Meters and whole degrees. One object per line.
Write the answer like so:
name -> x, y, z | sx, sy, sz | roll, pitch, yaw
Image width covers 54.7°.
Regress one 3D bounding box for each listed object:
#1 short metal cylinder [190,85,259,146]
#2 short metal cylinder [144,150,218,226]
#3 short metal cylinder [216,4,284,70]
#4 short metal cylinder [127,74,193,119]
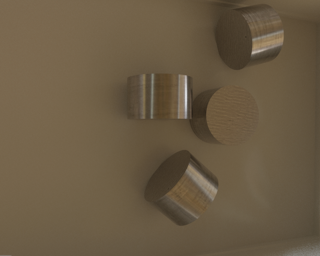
short metal cylinder -> 0.088, -0.017, 0.429 | 0.081, 0.050, 0.080 | 0, 90, -20
short metal cylinder -> 0.026, 0.074, 0.391 | 0.050, 0.080, 0.080 | 43, 77, -15
short metal cylinder -> 0.121, -0.125, 0.425 | 0.050, 0.080, 0.080 | -18, 96, -19
short metal cylinder -> 0.000, -0.036, 0.381 | 0.081, 0.080, 0.050 | 0, 90, -20
